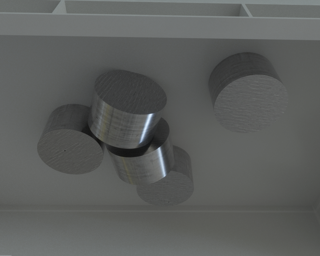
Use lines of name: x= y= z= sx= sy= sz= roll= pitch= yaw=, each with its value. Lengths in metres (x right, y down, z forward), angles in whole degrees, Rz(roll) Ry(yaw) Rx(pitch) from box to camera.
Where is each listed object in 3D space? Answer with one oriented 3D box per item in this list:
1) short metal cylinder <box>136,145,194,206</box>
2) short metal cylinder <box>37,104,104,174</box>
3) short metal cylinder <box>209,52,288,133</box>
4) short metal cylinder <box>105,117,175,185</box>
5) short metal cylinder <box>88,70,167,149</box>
short metal cylinder: x=0.007 y=0.070 z=0.453 sx=0.081 sy=0.050 sz=0.079 roll=0 pitch=130 yaw=0
short metal cylinder: x=-0.111 y=0.015 z=0.404 sx=0.081 sy=0.050 sz=0.079 roll=0 pitch=130 yaw=0
short metal cylinder: x=0.100 y=-0.040 z=0.360 sx=0.081 sy=0.050 sz=0.079 roll=0 pitch=130 yaw=0
short metal cylinder: x=-0.024 y=0.025 z=0.394 sx=0.080 sy=0.080 sz=0.050 roll=-7 pitch=130 yaw=5
short metal cylinder: x=-0.038 y=-0.022 z=0.353 sx=0.081 sy=0.080 sz=0.050 roll=12 pitch=129 yaw=-11
